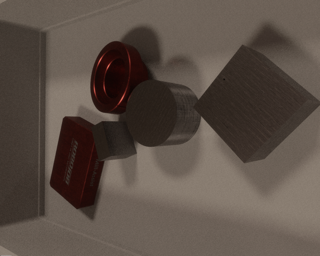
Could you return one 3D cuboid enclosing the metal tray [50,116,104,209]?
[{"bbox_3d":[-0.135,0.055,0.512,0.090,0.030,0.129,25,106,37],"label":"metal tray"}]

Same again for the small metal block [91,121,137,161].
[{"bbox_3d":[-0.065,0.018,0.442,0.025,0.050,0.050,-25,74,37],"label":"small metal block"}]

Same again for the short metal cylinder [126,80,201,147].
[{"bbox_3d":[0.004,-0.018,0.386,0.080,0.050,0.079,0,90,39],"label":"short metal cylinder"}]

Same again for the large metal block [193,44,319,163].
[{"bbox_3d":[0.095,-0.023,0.311,0.080,0.050,0.080,51,120,27],"label":"large metal block"}]

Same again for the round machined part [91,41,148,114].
[{"bbox_3d":[-0.053,-0.067,0.430,0.098,0.042,0.097,-9,78,47],"label":"round machined part"}]
